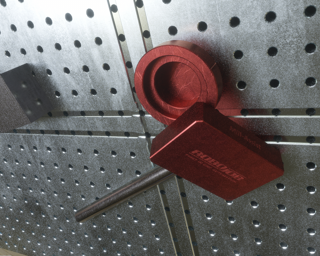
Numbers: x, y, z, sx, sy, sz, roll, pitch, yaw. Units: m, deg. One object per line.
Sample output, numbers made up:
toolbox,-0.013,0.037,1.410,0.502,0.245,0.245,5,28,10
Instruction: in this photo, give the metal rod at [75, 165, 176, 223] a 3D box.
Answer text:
metal rod,-0.054,0.103,0.501,0.299,0.025,0.025,-34,100,38

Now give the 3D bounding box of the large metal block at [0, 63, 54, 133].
large metal block,-0.229,-0.045,0.485,0.080,0.050,0.080,-14,112,33

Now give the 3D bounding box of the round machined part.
round machined part,0.024,-0.052,0.354,0.098,0.042,0.097,13,124,20

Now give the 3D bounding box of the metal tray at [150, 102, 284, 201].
metal tray,0.066,0.033,0.362,0.131,0.030,0.090,30,132,-22
